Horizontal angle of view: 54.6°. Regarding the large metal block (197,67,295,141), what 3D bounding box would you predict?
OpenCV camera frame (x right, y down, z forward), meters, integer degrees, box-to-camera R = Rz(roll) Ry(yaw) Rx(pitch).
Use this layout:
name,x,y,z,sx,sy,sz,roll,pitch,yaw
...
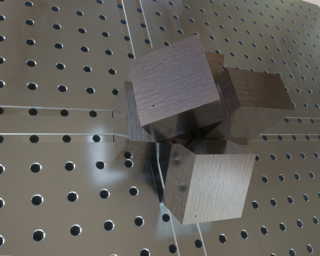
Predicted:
name,x,y,z,sx,sy,sz,roll,pitch,yaw
large metal block,0.096,-0.024,0.375,0.081,0.080,0.050,2,61,-28

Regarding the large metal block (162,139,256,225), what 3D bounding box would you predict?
name,x,y,z,sx,sy,sz,roll,pitch,yaw
large metal block,0.055,0.059,0.359,0.081,0.050,0.079,2,105,-27

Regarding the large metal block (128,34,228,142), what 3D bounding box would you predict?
name,x,y,z,sx,sy,sz,roll,pitch,yaw
large metal block,0.019,-0.041,0.333,0.080,0.050,0.080,-19,64,13

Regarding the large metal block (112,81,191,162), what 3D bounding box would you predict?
name,x,y,z,sx,sy,sz,roll,pitch,yaw
large metal block,-0.012,-0.006,0.389,0.081,0.050,0.080,7,59,-25

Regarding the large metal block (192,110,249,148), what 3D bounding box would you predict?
name,x,y,z,sx,sy,sz,roll,pitch,yaw
large metal block,0.065,-0.003,0.427,0.081,0.050,0.080,3,61,-27

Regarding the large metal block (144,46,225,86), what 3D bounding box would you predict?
name,x,y,z,sx,sy,sz,roll,pitch,yaw
large metal block,0.029,-0.080,0.427,0.081,0.080,0.050,2,99,-27
